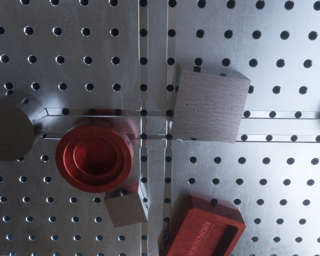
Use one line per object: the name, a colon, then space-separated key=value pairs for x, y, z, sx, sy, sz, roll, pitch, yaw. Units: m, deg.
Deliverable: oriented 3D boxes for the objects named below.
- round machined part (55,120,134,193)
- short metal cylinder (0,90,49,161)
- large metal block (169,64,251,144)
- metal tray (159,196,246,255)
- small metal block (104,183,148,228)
round machined part: x=-0.085 y=0.035 z=0.416 sx=0.099 sy=0.042 sz=0.097 roll=0 pitch=110 yaw=0
short metal cylinder: x=-0.192 y=-0.004 z=0.397 sx=0.081 sy=0.050 sz=0.079 roll=0 pitch=110 yaw=0
large metal block: x=0.058 y=-0.032 z=0.389 sx=0.081 sy=0.050 sz=0.079 roll=8 pitch=110 yaw=-3
metal tray: x=0.062 y=0.176 z=0.476 sx=0.090 sy=0.030 sz=0.129 roll=19 pitch=109 yaw=-7
small metal block: x=-0.049 y=0.114 z=0.455 sx=0.050 sy=0.025 sz=0.050 roll=-14 pitch=110 yaw=5
